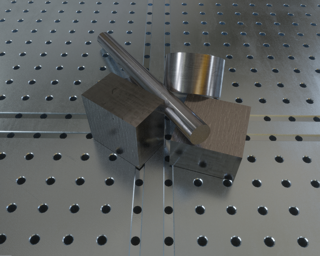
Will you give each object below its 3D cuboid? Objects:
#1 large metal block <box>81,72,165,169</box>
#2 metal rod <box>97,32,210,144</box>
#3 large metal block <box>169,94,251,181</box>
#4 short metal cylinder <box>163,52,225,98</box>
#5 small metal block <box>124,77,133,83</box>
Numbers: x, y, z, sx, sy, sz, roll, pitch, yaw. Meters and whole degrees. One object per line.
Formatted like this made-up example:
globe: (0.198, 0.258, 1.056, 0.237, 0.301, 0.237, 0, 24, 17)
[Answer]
large metal block: (-0.042, -0.009, 0.378, 0.080, 0.080, 0.050, 30, 56, 22)
metal rod: (-0.027, -0.073, 0.430, 0.025, 0.025, 0.300, -22, 42, -18)
large metal block: (0.062, 0.010, 0.383, 0.080, 0.050, 0.080, 14, 51, 11)
short metal cylinder: (0.045, -0.070, 0.422, 0.080, 0.080, 0.050, 7, 94, 5)
small metal block: (-0.040, -0.047, 0.447, 0.050, 0.025, 0.050, -19, 53, -16)
